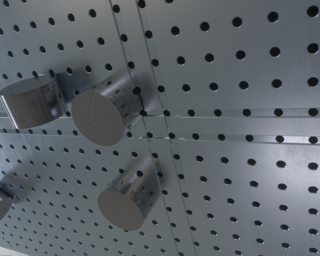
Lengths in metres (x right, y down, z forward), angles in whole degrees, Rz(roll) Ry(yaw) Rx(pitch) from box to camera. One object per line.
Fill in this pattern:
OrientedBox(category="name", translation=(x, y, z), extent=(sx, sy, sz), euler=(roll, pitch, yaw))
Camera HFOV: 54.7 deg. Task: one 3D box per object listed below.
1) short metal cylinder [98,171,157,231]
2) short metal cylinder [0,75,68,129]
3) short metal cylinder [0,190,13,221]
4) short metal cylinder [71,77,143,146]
OrientedBox(category="short metal cylinder", translation=(-0.051, 0.116, 0.494), extent=(0.080, 0.050, 0.079), euler=(13, 124, 21))
OrientedBox(category="short metal cylinder", translation=(-0.181, -0.040, 0.447), extent=(0.080, 0.080, 0.050), euler=(1, 119, 27))
OrientedBox(category="short metal cylinder", translation=(-0.376, 0.174, 0.682), extent=(0.050, 0.080, 0.079), euler=(31, 128, 8))
OrientedBox(category="short metal cylinder", translation=(-0.071, -0.022, 0.419), extent=(0.080, 0.050, 0.079), euler=(13, 124, 21))
